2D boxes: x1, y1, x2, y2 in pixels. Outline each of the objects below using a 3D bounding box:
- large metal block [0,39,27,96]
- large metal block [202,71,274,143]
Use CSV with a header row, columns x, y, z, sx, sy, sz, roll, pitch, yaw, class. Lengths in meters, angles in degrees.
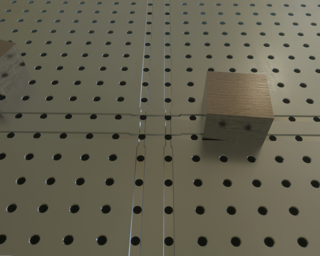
x,y,z,sx,sy,sz,roll,pitch,yaw,class
-0.266,-0.092,0.465,0.080,0.050,0.080,15,51,11,large metal block
0.101,-0.029,0.417,0.080,0.050,0.080,5,50,3,large metal block
